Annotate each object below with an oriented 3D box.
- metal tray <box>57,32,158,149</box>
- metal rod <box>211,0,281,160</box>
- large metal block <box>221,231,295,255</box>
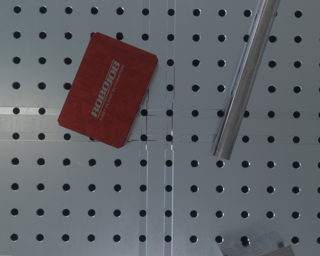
[{"bbox_3d":[-0.067,-0.048,0.410,0.090,0.030,0.129,22,90,0],"label":"metal tray"},{"bbox_3d":[0.126,-0.103,0.414,0.025,0.025,0.298,18,90,0],"label":"metal rod"},{"bbox_3d":[0.135,0.193,0.402,0.080,0.050,0.080,-20,90,0],"label":"large metal block"}]
